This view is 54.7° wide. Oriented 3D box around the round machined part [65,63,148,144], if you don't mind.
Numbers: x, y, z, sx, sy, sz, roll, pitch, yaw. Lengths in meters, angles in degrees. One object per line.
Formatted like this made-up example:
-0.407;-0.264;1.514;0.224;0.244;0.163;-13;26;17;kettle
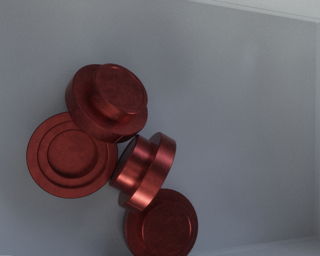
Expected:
-0.053;-0.035;0.355;0.099;0.042;0.098;25;45;-28;round machined part

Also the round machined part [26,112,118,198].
-0.102;0.030;0.364;0.099;0.042;0.097;0;90;-20;round machined part

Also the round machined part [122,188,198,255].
0.005;0.127;0.395;0.099;0.042;0.098;4;79;-19;round machined part

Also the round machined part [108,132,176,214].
-0.025;0.046;0.363;0.042;0.098;0.098;31;80;-11;round machined part
